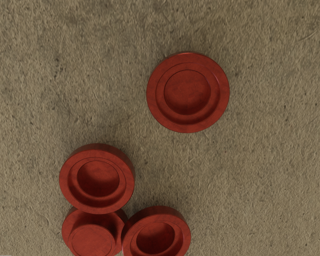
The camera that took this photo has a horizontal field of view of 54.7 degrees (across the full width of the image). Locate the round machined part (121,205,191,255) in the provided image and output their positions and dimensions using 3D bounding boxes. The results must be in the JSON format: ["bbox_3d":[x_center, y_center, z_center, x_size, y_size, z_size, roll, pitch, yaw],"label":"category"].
[{"bbox_3d":[-0.008,0.154,0.450,0.099,0.042,0.097,-5,110,-12],"label":"round machined part"}]

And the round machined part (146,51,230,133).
[{"bbox_3d":[0.033,-0.046,0.384,0.099,0.042,0.097,0,110,0],"label":"round machined part"}]

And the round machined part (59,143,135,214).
[{"bbox_3d":[-0.082,0.065,0.424,0.099,0.042,0.097,0,110,0],"label":"round machined part"}]

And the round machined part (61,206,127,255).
[{"bbox_3d":[-0.097,0.157,0.458,0.099,0.042,0.097,0,110,0],"label":"round machined part"}]
